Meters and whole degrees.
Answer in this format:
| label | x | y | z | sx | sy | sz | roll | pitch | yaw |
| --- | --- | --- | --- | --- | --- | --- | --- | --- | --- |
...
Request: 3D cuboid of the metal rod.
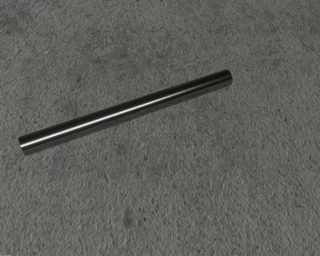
| label | x | y | z | sx | sy | sz | roll | pitch | yaw |
| --- | --- | --- | --- | --- | --- | --- | --- | --- | --- |
| metal rod | -0.034 | -0.027 | 0.425 | 0.302 | 0.025 | 0.025 | -20 | 53 | -16 |
